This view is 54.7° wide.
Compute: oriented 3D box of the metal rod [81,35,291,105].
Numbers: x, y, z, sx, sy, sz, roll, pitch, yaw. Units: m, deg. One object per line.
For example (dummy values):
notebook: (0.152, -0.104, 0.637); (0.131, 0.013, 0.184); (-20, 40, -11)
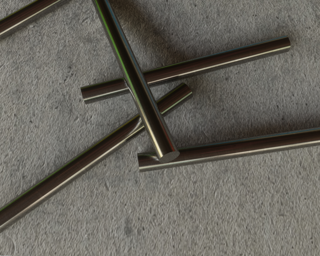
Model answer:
metal rod: (0.040, -0.084, 0.439); (0.302, 0.025, 0.025); (-15, 71, -6)

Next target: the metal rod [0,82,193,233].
metal rod: (-0.082, 0.033, 0.394); (0.301, 0.025, 0.025); (-36, 74, -13)

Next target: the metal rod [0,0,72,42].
metal rod: (-0.173, -0.190, 0.475); (0.301, 0.025, 0.025); (-36, 74, -13)

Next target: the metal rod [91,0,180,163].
metal rod: (-0.044, -0.089, 0.415); (0.025, 0.025, 0.299); (-20, 62, -8)

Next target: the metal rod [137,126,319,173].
metal rod: (0.122, 0.023, 0.401); (0.302, 0.025, 0.025); (-8, 70, -4)
